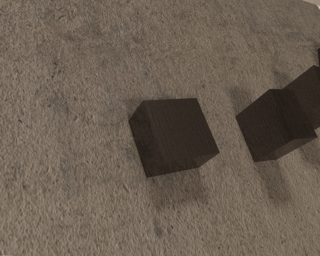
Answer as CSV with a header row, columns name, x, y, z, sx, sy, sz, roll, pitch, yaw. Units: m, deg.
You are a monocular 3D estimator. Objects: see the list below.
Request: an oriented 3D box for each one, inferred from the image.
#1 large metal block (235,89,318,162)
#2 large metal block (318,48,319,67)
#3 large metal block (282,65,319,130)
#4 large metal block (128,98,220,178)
name,x,y,z,sx,sy,sz,roll,pitch,yaw
large metal block,0.170,-0.003,0.465,0.050,0.080,0.080,-2,63,-30
large metal block,0.415,-0.153,0.709,0.080,0.050,0.080,27,52,-12
large metal block,0.267,-0.049,0.545,0.050,0.080,0.080,16,55,-20
large metal block,0.016,0.010,0.392,0.081,0.050,0.080,-6,65,-31
